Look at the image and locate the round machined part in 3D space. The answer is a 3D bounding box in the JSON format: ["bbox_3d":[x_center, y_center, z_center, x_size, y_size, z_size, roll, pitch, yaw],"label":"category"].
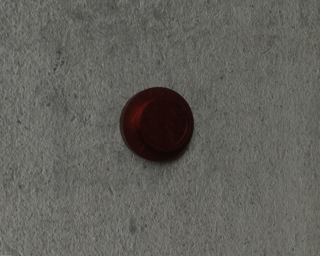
[{"bbox_3d":[0.000,-0.005,0.402,0.099,0.042,0.097,0,90,-21],"label":"round machined part"}]
